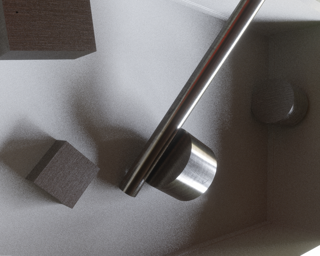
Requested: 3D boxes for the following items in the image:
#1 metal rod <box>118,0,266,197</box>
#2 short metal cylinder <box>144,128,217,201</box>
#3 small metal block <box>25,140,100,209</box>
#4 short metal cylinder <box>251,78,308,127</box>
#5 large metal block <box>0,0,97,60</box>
[{"bbox_3d":[0.042,-0.048,0.375,0.025,0.025,0.299,33,91,-36],"label":"metal rod"},{"bbox_3d":[0.024,0.046,0.393,0.050,0.080,0.080,35,68,-35],"label":"short metal cylinder"},{"bbox_3d":[-0.100,0.048,0.324,0.050,0.025,0.050,47,62,-30],"label":"small metal block"},{"bbox_3d":[0.212,-0.044,0.552,0.050,0.080,0.080,12,83,-40],"label":"short metal cylinder"},{"bbox_3d":[-0.114,-0.109,0.296,0.081,0.050,0.079,-11,98,-40],"label":"large metal block"}]
